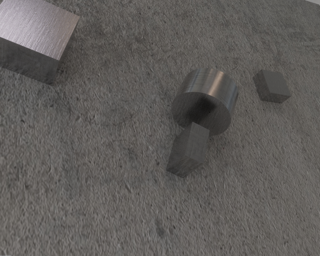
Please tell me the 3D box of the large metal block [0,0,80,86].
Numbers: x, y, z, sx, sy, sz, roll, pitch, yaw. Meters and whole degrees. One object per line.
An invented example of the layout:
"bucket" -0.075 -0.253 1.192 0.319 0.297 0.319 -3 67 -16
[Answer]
"large metal block" -0.152 -0.109 0.372 0.080 0.050 0.080 21 54 -16

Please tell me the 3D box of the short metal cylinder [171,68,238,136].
"short metal cylinder" 0.062 -0.034 0.423 0.080 0.080 0.050 32 52 -8

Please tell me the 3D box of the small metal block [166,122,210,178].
"small metal block" 0.035 0.028 0.389 0.025 0.050 0.050 26 53 -12

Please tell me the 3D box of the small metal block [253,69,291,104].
"small metal block" 0.201 -0.074 0.557 0.050 0.025 0.050 5 59 -26
